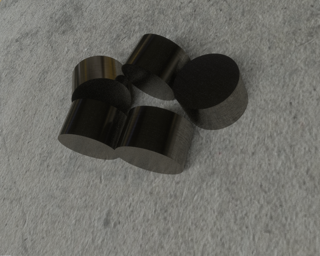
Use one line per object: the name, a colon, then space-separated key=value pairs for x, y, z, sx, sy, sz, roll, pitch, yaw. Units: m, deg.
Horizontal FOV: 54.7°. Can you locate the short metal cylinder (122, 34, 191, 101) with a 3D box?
short metal cylinder: x=-0.004 y=-0.080 z=0.419 sx=0.080 sy=0.080 sz=0.050 roll=19 pitch=72 yaw=35

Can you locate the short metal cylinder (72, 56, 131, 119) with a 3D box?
short metal cylinder: x=-0.084 y=-0.055 z=0.442 sx=0.080 sy=0.080 sz=0.050 roll=-25 pitch=48 yaw=13

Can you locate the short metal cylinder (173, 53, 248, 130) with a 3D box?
short metal cylinder: x=0.063 y=-0.044 z=0.381 sx=0.080 sy=0.050 sz=0.080 roll=-13 pitch=56 yaw=20

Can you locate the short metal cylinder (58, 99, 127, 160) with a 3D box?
short metal cylinder: x=-0.087 y=0.004 z=0.410 sx=0.080 sy=0.080 sz=0.050 roll=1 pitch=63 yaw=28

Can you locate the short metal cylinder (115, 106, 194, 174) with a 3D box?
short metal cylinder: x=-0.006 y=0.016 z=0.361 sx=0.080 sy=0.080 sz=0.050 roll=3 pitch=64 yaw=29
